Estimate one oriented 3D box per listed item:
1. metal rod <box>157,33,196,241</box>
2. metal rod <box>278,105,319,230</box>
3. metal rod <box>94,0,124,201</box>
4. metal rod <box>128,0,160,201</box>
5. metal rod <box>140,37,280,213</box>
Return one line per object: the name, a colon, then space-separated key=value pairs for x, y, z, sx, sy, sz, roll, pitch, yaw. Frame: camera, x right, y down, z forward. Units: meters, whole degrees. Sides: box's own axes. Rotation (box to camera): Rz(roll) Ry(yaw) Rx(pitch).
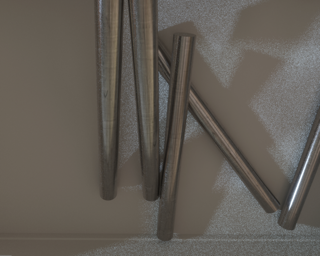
metal rod: x=0.017 y=0.030 z=0.405 sx=0.025 sy=0.025 sz=0.298 roll=3 pitch=117 yaw=-2
metal rod: x=0.216 y=0.009 z=0.417 sx=0.025 sy=0.025 sz=0.298 roll=9 pitch=110 yaw=-4
metal rod: x=-0.057 y=-0.014 z=0.346 sx=0.025 sy=0.025 sz=0.298 roll=6 pitch=133 yaw=-3
metal rod: x=-0.014 y=-0.013 z=0.346 sx=0.025 sy=0.025 sz=0.298 roll=-1 pitch=133 yaw=0
metal rod: x=0.075 y=0.004 z=0.414 sx=0.025 sy=0.025 sz=0.300 roll=-36 pitch=107 yaw=12
